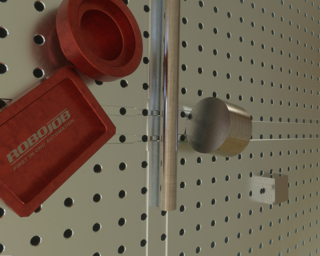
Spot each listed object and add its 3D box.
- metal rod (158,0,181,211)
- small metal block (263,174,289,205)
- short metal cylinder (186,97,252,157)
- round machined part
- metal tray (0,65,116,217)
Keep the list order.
[{"bbox_3d":[0.013,-0.040,0.421,0.025,0.025,0.298,2,89,-40],"label":"metal rod"},{"bbox_3d":[0.225,0.118,0.602,0.050,0.025,0.050,-3,92,-40],"label":"small metal block"},{"bbox_3d":[0.084,0.000,0.446,0.050,0.080,0.080,13,82,-40],"label":"short metal cylinder"},{"bbox_3d":[-0.068,-0.097,0.333,0.099,0.042,0.098,16,68,-46],"label":"round machined part"},{"bbox_3d":[-0.116,0.010,0.309,0.131,0.030,0.090,-47,118,-30],"label":"metal tray"}]
